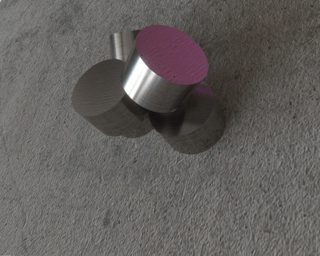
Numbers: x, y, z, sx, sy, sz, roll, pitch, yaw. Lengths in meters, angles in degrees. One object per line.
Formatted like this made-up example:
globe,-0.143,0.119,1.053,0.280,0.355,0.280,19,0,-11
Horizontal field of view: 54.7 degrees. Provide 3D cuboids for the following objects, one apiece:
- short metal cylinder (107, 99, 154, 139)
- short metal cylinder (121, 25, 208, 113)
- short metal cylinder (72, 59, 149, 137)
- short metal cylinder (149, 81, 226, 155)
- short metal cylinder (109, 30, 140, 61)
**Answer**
short metal cylinder,-0.041,-0.032,0.429,0.080,0.050,0.080,-13,56,20
short metal cylinder,0.004,-0.063,0.332,0.050,0.081,0.080,127,147,-50
short metal cylinder,-0.058,-0.036,0.375,0.080,0.050,0.080,-13,56,20
short metal cylinder,0.034,-0.014,0.378,0.080,0.050,0.080,-13,56,20
short metal cylinder,-0.029,-0.108,0.442,0.080,0.080,0.050,0,101,28
